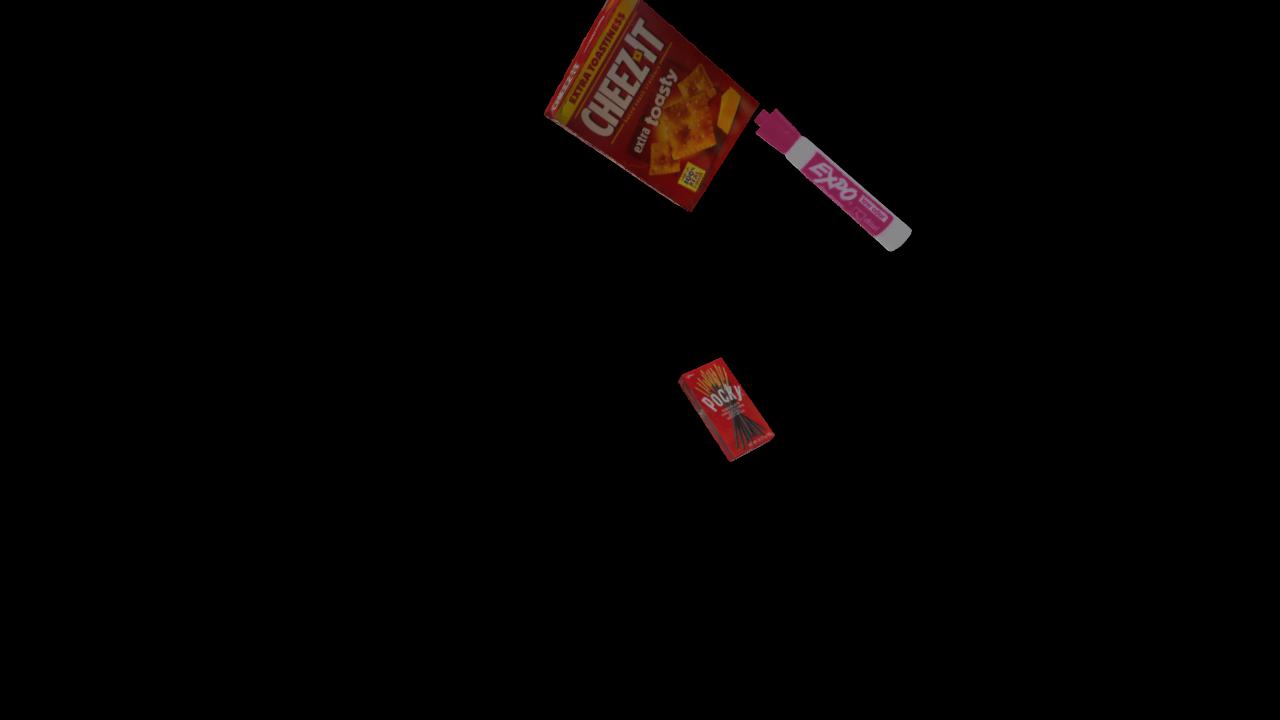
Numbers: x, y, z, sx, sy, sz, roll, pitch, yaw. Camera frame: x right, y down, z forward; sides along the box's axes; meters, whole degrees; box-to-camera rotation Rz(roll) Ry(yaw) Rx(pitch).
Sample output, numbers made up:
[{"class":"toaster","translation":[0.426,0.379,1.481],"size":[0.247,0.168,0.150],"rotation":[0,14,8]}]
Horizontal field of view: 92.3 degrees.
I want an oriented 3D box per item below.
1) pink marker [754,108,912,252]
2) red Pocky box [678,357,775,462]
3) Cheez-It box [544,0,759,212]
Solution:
[{"class":"pink marker","translation":[0.120,-0.114,0.386],"size":[0.121,0.020,0.020],"rotation":[39,-5,-6]},{"class":"red Pocky box","translation":[0.133,0.075,0.961],"size":[0.083,0.155,0.028],"rotation":[-24,-21,-24]},{"class":"Cheez-It box","translation":[0.017,-0.317,0.773],"size":[0.223,0.166,0.071],"rotation":[27,12,-29]}]
